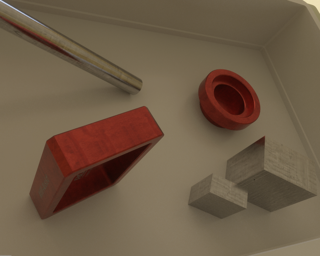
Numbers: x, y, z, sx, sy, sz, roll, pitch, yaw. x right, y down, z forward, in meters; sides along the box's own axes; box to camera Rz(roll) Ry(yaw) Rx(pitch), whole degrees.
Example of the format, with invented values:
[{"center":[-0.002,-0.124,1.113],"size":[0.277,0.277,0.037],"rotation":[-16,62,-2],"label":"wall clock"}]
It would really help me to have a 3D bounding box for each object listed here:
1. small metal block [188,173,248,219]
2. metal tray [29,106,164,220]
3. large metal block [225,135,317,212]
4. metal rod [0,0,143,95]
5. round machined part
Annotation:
[{"center":[0.070,0.084,0.378],"size":[0.050,0.050,0.025],"rotation":[26,53,-13],"label":"small metal block"},{"center":[-0.063,0.035,0.284],"size":[0.091,0.129,0.030],"rotation":[-22,74,-36],"label":"metal tray"},{"center":[0.144,0.064,0.411],"size":[0.080,0.080,0.050],"rotation":[26,53,-13],"label":"large metal block"},{"center":[-0.129,-0.099,0.318],"size":[0.301,0.025,0.025],"rotation":[24,49,-46],"label":"metal rod"},{"center":[0.101,-0.039,0.475],"size":[0.099,0.042,0.098],"rotation":[14,56,-21],"label":"round machined part"}]
